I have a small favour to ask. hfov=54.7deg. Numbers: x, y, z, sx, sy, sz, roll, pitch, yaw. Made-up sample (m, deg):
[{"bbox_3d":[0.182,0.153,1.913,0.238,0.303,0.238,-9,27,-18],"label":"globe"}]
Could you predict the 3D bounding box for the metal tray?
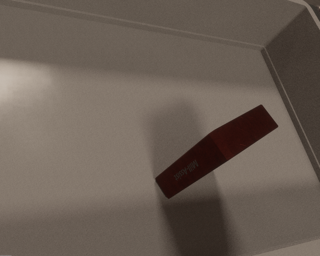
[{"bbox_3d":[0.060,0.030,0.354,0.091,0.129,0.030,-25,76,-37],"label":"metal tray"}]
